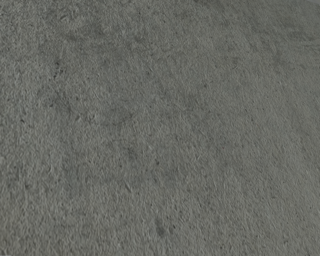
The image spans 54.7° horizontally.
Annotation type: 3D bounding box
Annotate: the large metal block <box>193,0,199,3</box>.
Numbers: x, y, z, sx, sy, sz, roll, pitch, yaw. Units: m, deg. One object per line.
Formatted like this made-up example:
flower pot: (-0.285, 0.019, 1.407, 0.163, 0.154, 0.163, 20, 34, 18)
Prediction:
large metal block: (0.070, -0.307, 0.613, 0.080, 0.050, 0.080, 39, 51, -2)
